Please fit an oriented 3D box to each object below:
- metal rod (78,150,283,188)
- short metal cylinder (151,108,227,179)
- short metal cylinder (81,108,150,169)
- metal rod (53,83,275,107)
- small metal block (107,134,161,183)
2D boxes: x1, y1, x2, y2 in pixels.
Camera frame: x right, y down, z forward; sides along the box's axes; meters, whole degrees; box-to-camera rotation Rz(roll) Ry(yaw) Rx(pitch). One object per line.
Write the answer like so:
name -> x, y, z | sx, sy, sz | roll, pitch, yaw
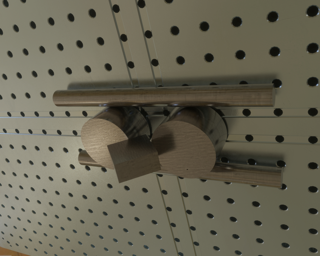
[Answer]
metal rod -> 0.010, 0.053, 0.434 | 0.301, 0.025, 0.025 | 2, 120, 27
short metal cylinder -> 0.036, 0.015, 0.381 | 0.080, 0.050, 0.079 | 13, 124, 21
short metal cylinder -> -0.061, 0.011, 0.429 | 0.080, 0.050, 0.079 | 13, 124, 21
metal rod -> -0.015, -0.039, 0.390 | 0.301, 0.025, 0.025 | 2, 119, 27
small metal block -> -0.032, 0.035, 0.369 | 0.050, 0.050, 0.025 | -16, 116, -12
